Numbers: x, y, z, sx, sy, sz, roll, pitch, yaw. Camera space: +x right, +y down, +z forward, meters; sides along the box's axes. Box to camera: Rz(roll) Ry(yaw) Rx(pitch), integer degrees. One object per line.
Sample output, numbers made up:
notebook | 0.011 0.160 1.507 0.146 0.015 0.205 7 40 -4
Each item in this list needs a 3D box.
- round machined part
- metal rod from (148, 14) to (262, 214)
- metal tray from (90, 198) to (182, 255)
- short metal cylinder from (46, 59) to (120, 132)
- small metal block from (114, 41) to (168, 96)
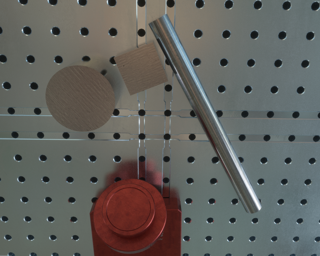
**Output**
round machined part | -0.040 0.113 0.414 0.099 0.098 0.042 -1 150 0
metal rod | 0.068 -0.006 0.412 0.025 0.025 0.299 -27 108 9
metal tray | -0.034 0.153 0.467 0.131 0.030 0.089 -1 110 0
short metal cylinder | -0.093 -0.041 0.384 0.081 0.050 0.079 0 110 -1
small metal block | -0.023 -0.075 0.386 0.050 0.025 0.050 -21 109 7
